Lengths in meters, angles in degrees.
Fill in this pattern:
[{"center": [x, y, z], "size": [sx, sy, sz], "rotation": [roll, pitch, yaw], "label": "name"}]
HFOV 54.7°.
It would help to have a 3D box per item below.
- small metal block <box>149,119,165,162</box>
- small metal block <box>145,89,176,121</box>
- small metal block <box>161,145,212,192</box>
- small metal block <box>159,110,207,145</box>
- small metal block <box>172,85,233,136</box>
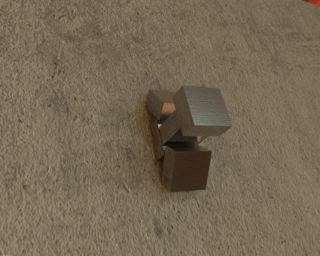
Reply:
[{"center": [0.018, 0.017, 0.407], "size": [0.050, 0.025, 0.050], "rotation": [2, 61, -27], "label": "small metal block"}, {"center": [0.015, -0.030, 0.417], "size": [0.050, 0.025, 0.050], "rotation": [2, 25, -27], "label": "small metal block"}, {"center": [0.032, 0.049, 0.378], "size": [0.050, 0.025, 0.050], "rotation": [2, 101, -28], "label": "small metal block"}, {"center": [0.034, -0.001, 0.377], "size": [0.050, 0.050, 0.025], "rotation": [2, 61, -28], "label": "small metal block"}, {"center": [0.047, -0.019, 0.347], "size": [0.050, 0.025, 0.050], "rotation": [1, 61, -28], "label": "small metal block"}]
